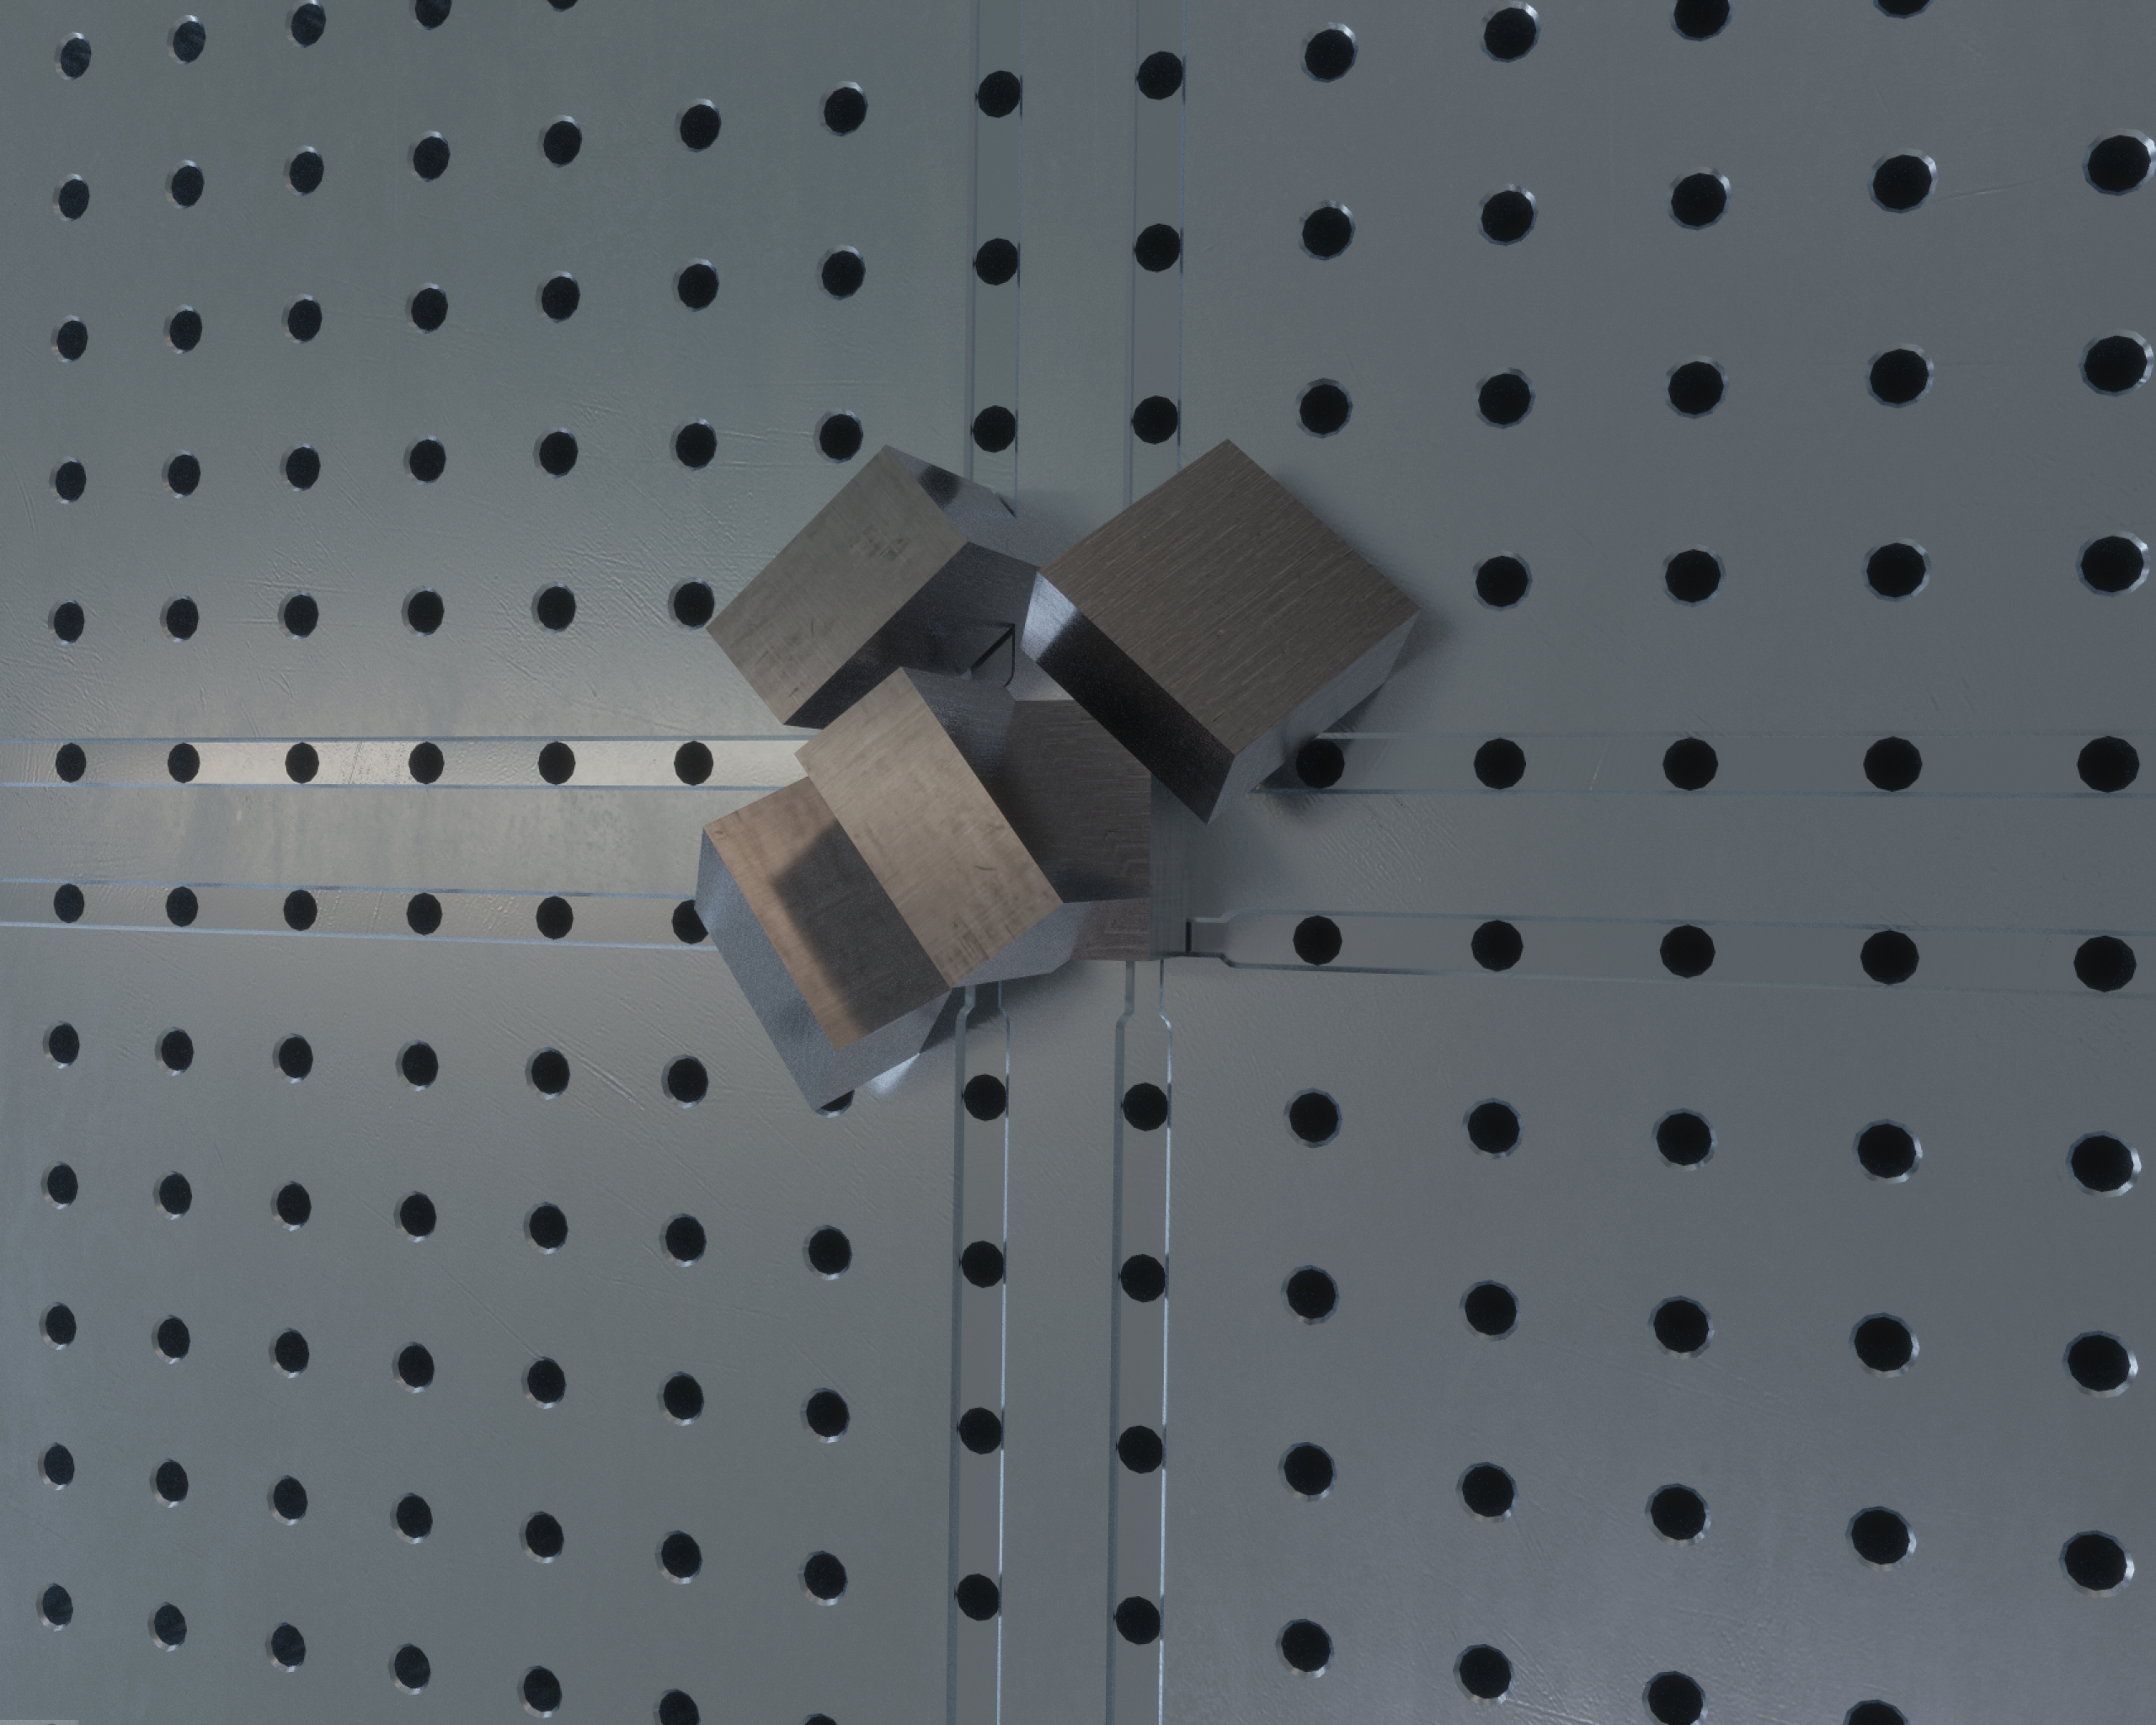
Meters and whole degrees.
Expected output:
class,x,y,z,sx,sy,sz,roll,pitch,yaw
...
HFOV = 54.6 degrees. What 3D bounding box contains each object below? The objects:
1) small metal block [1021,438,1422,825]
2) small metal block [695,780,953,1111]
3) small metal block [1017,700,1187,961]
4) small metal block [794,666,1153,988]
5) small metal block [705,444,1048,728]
class,x,y,z,sx,sy,sz,roll,pitch,yaw
small metal block,0.026,-0.044,0.389,0.050,0.025,0.050,-38,74,-25
small metal block,-0.052,0.017,0.415,0.025,0.050,0.050,-28,79,-20
small metal block,-0.006,-0.006,0.415,0.050,0.025,0.050,1,90,19
small metal block,-0.018,-0.006,0.379,0.025,0.050,0.050,-38,79,15
small metal block,-0.037,-0.052,0.413,0.050,0.050,0.025,-43,77,15
